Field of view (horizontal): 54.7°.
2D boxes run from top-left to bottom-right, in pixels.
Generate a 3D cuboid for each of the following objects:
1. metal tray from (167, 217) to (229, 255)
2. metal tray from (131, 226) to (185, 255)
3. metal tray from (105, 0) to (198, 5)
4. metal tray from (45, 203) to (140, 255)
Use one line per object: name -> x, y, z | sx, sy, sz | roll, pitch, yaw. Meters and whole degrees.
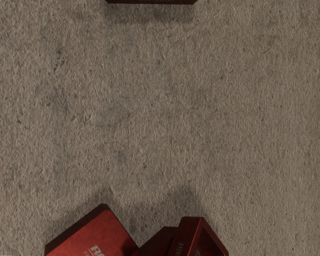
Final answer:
metal tray -> 0.039, 0.187, 0.377 | 0.090, 0.030, 0.130 | 56, 43, -27
metal tray -> 0.011, 0.203, 0.388 | 0.091, 0.030, 0.129 | -23, 99, -52
metal tray -> -0.010, -0.211, 0.403 | 0.131, 0.030, 0.089 | -8, 93, -20
metal tray -> -0.067, 0.172, 0.383 | 0.090, 0.030, 0.130 | -36, 102, -17
